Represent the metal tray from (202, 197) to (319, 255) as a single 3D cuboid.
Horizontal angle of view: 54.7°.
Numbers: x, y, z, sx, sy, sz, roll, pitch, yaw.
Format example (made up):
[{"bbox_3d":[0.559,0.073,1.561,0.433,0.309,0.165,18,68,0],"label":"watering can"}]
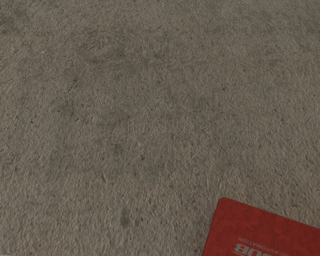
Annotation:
[{"bbox_3d":[0.107,0.130,0.293,0.130,0.030,0.090,17,52,13],"label":"metal tray"}]
